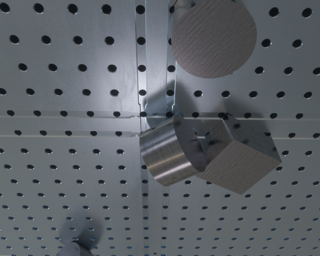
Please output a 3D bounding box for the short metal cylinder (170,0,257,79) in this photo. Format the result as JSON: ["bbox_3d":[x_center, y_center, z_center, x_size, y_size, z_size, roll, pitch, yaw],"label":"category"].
[{"bbox_3d":[0.051,-0.097,0.313,0.081,0.050,0.079,0,130,0],"label":"short metal cylinder"}]

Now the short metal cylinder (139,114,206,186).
[{"bbox_3d":[0.018,0.029,0.401,0.050,0.080,0.080,-27,125,21],"label":"short metal cylinder"}]

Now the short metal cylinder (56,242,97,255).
[{"bbox_3d":[-0.169,0.274,0.607,0.080,0.080,0.050,-28,125,22],"label":"short metal cylinder"}]

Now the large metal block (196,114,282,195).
[{"bbox_3d":[0.104,0.039,0.430,0.080,0.050,0.080,25,126,-20],"label":"large metal block"}]
